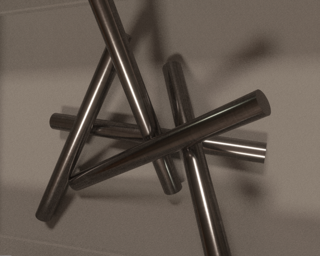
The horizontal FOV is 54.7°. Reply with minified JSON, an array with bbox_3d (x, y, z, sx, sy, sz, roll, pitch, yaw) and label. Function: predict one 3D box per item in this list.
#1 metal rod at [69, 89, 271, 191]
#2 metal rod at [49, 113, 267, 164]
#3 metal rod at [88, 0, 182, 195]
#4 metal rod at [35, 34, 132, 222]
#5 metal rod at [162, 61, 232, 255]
[{"bbox_3d":[-0.016,0.029,0.361,0.299,0.025,0.025,-26,81,38],"label":"metal rod"},{"bbox_3d":[-0.016,0.010,0.415,0.301,0.025,0.025,8,93,19],"label":"metal rod"},{"bbox_3d":[-0.032,-0.052,0.358,0.025,0.025,0.298,-14,110,19],"label":"metal rod"},{"bbox_3d":[-0.111,0.010,0.422,0.025,0.025,0.298,34,110,16],"label":"metal rod"},{"bbox_3d":[0.041,0.049,0.334,0.025,0.025,0.299,-22,59,18],"label":"metal rod"}]
